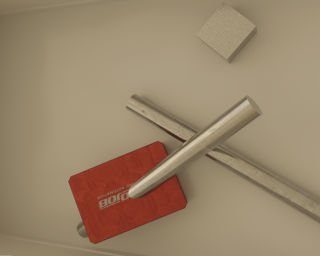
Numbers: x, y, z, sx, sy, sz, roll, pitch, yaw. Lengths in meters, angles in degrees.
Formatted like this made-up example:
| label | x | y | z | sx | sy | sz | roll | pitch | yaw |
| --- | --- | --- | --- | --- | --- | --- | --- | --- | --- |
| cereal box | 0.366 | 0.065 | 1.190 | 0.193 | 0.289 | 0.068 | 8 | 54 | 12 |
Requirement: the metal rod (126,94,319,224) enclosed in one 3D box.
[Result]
| label | x | y | z | sx | sy | sz | roll | pitch | yaw |
| --- | --- | --- | --- | --- | --- | --- | --- | --- | --- |
| metal rod | 0.085 | 0.038 | 0.379 | 0.301 | 0.025 | 0.025 | 31 | 100 | 17 |

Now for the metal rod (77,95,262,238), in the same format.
| label | x | y | z | sx | sy | sz | roll | pitch | yaw |
| --- | --- | --- | --- | --- | --- | --- | --- | --- | --- |
| metal rod | -0.007 | 0.062 | 0.381 | 0.299 | 0.025 | 0.025 | -40 | 78 | 27 |

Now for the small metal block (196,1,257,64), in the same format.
| label | x | y | z | sx | sy | sz | roll | pitch | yaw |
| --- | --- | --- | --- | --- | --- | --- | --- | --- | --- |
| small metal block | 0.082 | -0.117 | 0.381 | 0.050 | 0.025 | 0.050 | 44 | 103 | 14 |

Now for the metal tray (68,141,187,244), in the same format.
| label | x | y | z | sx | sy | sz | roll | pitch | yaw |
| --- | --- | --- | --- | --- | --- | --- | --- | --- | --- |
| metal tray | -0.041 | 0.082 | 0.402 | 0.131 | 0.030 | 0.090 | -22 | 82 | 1 |
